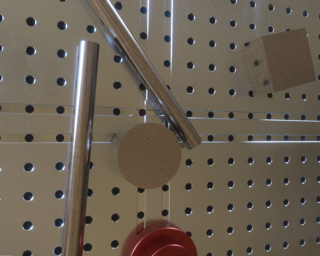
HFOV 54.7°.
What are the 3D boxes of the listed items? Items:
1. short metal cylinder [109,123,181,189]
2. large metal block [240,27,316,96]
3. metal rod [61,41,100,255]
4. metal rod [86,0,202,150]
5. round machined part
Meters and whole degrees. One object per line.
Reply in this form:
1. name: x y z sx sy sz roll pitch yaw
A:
1. short metal cylinder: -0.020 0.033 0.393 0.081 0.050 0.079 0 90 -21
2. large metal block: 0.178 -0.099 0.467 0.081 0.050 0.080 -16 96 -20
3. metal rod: -0.098 0.045 0.376 0.025 0.025 0.298 5 88 -20
4. metal rod: -0.035 -0.098 0.400 0.025 0.025 0.299 -38 103 -16
5. round machined part: 0.006 0.180 0.407 0.099 0.042 0.097 0 90 -21
